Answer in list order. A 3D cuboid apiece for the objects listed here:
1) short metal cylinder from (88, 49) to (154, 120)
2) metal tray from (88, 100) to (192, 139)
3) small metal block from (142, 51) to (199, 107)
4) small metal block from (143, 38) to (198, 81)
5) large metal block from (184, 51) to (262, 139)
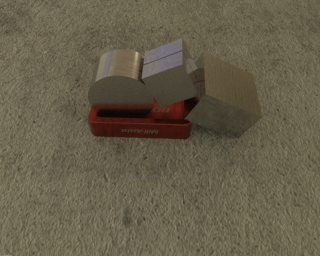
[{"bbox_3d":[-0.047,-0.053,0.396,0.081,0.080,0.050,1,50,0],"label":"short metal cylinder"},{"bbox_3d":[-0.024,-0.030,0.426,0.131,0.030,0.090,2,50,1],"label":"metal tray"},{"bbox_3d":[0.013,-0.056,0.367,0.050,0.050,0.025,-16,45,21],"label":"small metal block"},{"bbox_3d":[0.014,-0.076,0.384,0.050,0.050,0.025,-16,45,21],"label":"small metal block"},{"bbox_3d":[0.079,-0.042,0.406,0.080,0.050,0.080,20,48,-18],"label":"large metal block"}]
